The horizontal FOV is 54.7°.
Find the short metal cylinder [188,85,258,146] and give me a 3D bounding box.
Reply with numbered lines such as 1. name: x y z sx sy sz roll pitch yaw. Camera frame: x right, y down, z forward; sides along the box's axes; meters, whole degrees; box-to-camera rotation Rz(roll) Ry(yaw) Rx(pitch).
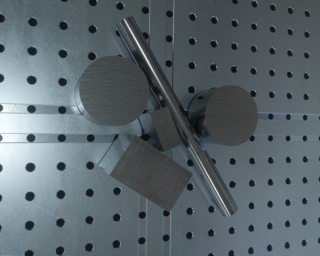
1. short metal cylinder: 0.086 -0.016 0.427 0.081 0.050 0.079 0 90 -20

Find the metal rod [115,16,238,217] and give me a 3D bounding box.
1. metal rod: 0.028 -0.008 0.419 0.025 0.025 0.299 -33 101 -17

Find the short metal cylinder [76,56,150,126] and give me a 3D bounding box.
1. short metal cylinder: -0.059 -0.042 0.374 0.081 0.050 0.079 0 90 -20

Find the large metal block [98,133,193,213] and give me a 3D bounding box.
1. large metal block: -0.021 0.050 0.371 0.080 0.080 0.050 36 79 -16

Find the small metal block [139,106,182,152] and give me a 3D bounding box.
1. small metal block: -0.001 0.001 0.395 0.025 0.050 0.050 -23 98 -19
